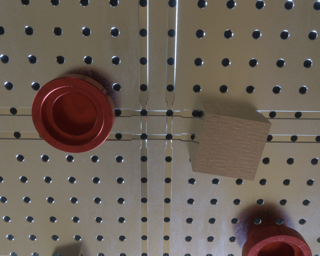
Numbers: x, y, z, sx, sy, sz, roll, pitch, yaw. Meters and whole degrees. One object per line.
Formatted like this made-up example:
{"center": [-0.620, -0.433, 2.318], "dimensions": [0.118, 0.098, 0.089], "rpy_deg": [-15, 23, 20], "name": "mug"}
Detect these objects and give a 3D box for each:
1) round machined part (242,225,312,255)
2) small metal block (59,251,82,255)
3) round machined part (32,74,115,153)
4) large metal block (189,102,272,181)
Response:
{"center": [0.175, 0.190, 0.476], "dimensions": [0.099, 0.042, 0.097], "rpy_deg": [0, 110, 0], "name": "round machined part"}
{"center": [-0.146, 0.231, 0.497], "dimensions": [0.050, 0.025, 0.050], "rpy_deg": [-15, 110, 5], "name": "small metal block"}
{"center": [-0.106, -0.021, 0.396], "dimensions": [0.099, 0.042, 0.097], "rpy_deg": [0, 110, 0], "name": "round machined part"}
{"center": [0.088, 0.016, 0.407], "dimensions": [0.081, 0.050, 0.079], "rpy_deg": [9, 110, -4], "name": "large metal block"}
